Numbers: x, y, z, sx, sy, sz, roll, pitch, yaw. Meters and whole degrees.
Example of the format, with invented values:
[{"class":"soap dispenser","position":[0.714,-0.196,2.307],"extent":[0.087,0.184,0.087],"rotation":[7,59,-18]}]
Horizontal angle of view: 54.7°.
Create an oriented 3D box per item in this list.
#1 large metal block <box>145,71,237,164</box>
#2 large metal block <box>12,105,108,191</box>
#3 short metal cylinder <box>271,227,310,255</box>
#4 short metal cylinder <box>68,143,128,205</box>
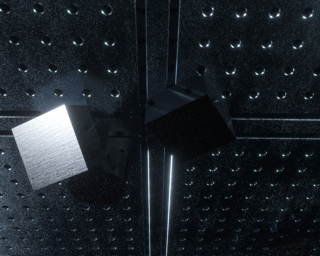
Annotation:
[{"class":"large metal block","position":[0.038,-0.011,0.386],"extent":[0.080,0.050,0.080],"rotation":[-26,126,20]},{"class":"large metal block","position":[-0.124,0.023,0.387],"extent":[0.080,0.050,0.080],"rotation":[-22,87,17]},{"class":"short metal cylinder","position":[0.244,0.230,0.573],"extent":[0.050,0.080,0.080],"rotation":[-18,128,14]},{"class":"short metal cylinder","position":[-0.088,0.068,0.453],"extent":[0.081,0.050,0.079],"rotation":[0,130,0]}]
